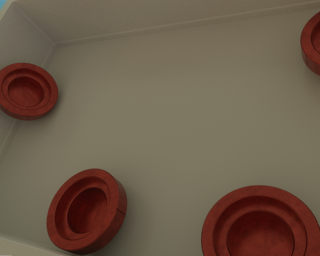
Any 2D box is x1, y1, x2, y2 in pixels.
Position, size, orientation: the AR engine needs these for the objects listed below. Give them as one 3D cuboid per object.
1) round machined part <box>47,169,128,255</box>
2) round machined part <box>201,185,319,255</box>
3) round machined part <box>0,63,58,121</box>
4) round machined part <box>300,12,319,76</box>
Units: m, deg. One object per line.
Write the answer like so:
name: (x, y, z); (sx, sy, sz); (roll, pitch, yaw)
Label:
round machined part: (-0.082, 0.102, 0.372); (0.098, 0.042, 0.098); (-15, 51, 19)
round machined part: (0.090, 0.104, 0.275); (0.098, 0.042, 0.098); (-15, 43, 15)
round machined part: (-0.229, -0.058, 0.526); (0.042, 0.099, 0.098); (-33, 41, 53)
round machined part: (0.209, -0.090, 0.340); (0.098, 0.042, 0.098); (-13, 56, 21)
